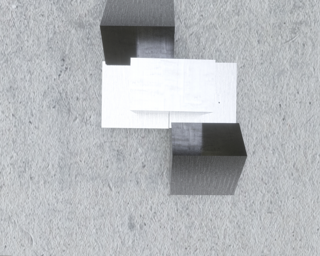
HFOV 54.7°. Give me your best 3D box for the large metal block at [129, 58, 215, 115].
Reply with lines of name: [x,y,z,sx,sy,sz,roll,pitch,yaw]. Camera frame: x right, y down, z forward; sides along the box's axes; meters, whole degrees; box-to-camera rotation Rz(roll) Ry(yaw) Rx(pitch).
large metal block: [0.012,-0.041,0.334,0.081,0.080,0.050,1,90,-1]

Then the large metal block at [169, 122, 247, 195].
large metal block: [0.053,0.039,0.378,0.081,0.079,0.050,0,46,-1]

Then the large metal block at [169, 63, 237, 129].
large metal block: [0.052,-0.039,0.398,0.081,0.050,0.079,1,90,-1]

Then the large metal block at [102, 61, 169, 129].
large metal block: [-0.029,-0.040,0.397,0.081,0.050,0.079,1,90,-1]

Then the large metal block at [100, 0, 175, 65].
large metal block: [-0.024,-0.121,0.377,0.081,0.050,0.080,1,46,0]
